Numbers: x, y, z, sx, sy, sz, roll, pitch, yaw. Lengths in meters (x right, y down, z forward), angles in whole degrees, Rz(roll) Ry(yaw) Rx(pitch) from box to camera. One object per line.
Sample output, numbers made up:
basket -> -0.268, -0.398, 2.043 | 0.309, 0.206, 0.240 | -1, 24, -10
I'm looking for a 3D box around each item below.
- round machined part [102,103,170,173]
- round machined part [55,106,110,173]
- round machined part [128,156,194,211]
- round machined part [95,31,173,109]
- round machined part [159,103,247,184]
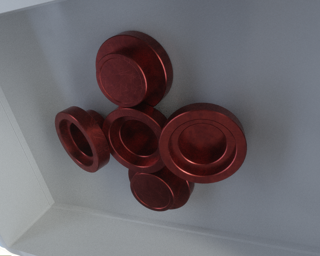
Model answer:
round machined part -> -0.024, 0.009, 0.413 | 0.098, 0.042, 0.097 | 13, 124, 21
round machined part -> -0.104, 0.012, 0.448 | 0.098, 0.042, 0.097 | 28, 135, 32
round machined part -> -0.004, 0.081, 0.448 | 0.098, 0.042, 0.097 | 13, 124, 21
round machined part -> -0.038, -0.064, 0.376 | 0.098, 0.042, 0.097 | 13, 124, 21
round machined part -> 0.050, 0.014, 0.367 | 0.098, 0.042, 0.097 | 4, 118, 7
